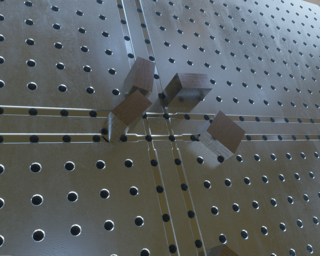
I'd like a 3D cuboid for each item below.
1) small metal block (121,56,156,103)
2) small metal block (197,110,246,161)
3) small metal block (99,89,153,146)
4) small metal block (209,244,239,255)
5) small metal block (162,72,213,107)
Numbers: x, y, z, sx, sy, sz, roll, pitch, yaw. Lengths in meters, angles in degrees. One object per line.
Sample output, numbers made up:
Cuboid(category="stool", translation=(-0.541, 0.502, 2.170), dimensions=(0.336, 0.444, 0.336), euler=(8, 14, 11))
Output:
Cuboid(category="small metal block", translation=(-0.029, -0.057, 0.410), dimensions=(0.025, 0.050, 0.050), euler=(18, 55, -18))
Cuboid(category="small metal block", translation=(0.090, 0.011, 0.449), dimensions=(0.050, 0.025, 0.050), euler=(40, 51, -1))
Cuboid(category="small metal block", translation=(-0.042, -0.012, 0.377), dimensions=(0.025, 0.050, 0.050), euler=(43, 51, 1))
Cuboid(category="small metal block", translation=(0.075, 0.168, 0.345), dimensions=(0.050, 0.025, 0.050), euler=(40, 51, -1))
Cuboid(category="small metal block", translation=(0.038, -0.053, 0.445), dimensions=(0.050, 0.050, 0.025), euler=(-2, 63, -29))
